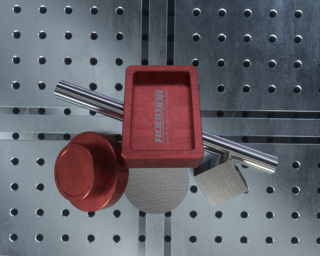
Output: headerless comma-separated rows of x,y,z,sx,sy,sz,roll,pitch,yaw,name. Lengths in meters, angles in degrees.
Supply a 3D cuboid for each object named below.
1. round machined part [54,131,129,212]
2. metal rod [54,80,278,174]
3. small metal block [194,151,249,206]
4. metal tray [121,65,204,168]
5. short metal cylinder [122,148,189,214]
-0.090,0.053,0.377,0.098,0.042,0.097,-3,84,32,round machined part
0.008,-0.001,0.410,0.301,0.025,0.025,20,90,0,metal rod
0.078,0.065,0.399,0.050,0.025,0.050,-28,106,16,small metal block
0.002,-0.017,0.378,0.091,0.030,0.130,0,61,-1,metal tray
-0.005,0.064,0.397,0.081,0.050,0.079,0,90,0,short metal cylinder
